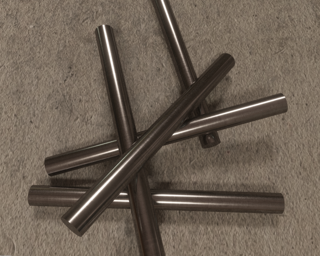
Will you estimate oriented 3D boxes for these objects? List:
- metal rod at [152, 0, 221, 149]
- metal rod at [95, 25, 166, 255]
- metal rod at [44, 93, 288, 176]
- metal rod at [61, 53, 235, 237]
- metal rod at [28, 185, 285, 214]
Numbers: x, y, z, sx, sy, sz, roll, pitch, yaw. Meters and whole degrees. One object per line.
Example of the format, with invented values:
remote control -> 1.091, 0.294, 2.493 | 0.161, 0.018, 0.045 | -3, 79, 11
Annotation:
metal rod -> 0.026, -0.113, 0.449 | 0.025, 0.025, 0.299 | -15, 71, -6
metal rod -> -0.041, 0.002, 0.366 | 0.025, 0.025, 0.299 | -13, 68, -5
metal rod -> 0.006, 0.009, 0.385 | 0.302, 0.025, 0.025 | -15, 71, 2
metal rod -> 0.008, -0.003, 0.357 | 0.025, 0.025, 0.301 | 36, 56, 12
metal rod -> -0.004, 0.087, 0.376 | 0.302, 0.025, 0.025 | 2, 70, 0
